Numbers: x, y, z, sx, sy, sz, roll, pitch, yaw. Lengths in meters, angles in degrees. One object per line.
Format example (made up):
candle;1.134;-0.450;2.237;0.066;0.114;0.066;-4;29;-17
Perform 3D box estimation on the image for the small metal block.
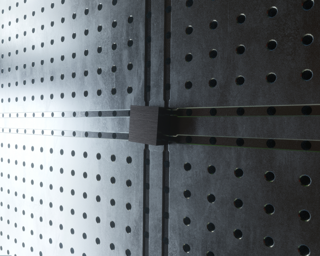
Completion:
small metal block;-0.015;-0.004;0.419;0.050;0.025;0.050;7;94;39
